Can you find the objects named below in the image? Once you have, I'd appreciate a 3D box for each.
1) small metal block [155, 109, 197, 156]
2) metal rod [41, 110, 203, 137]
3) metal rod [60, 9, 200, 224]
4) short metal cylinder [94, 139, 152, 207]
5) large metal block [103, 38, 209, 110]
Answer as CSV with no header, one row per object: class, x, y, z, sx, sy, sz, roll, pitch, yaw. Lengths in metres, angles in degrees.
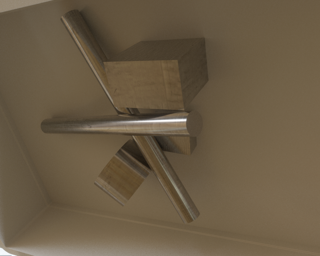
small metal block,0.019,0.004,0.400,0.050,0.025,0.050,8,122,23
metal rod,-0.074,-0.004,0.396,0.300,0.025,0.025,0,119,45
metal rod,-0.035,-0.010,0.393,0.025,0.025,0.299,-27,96,37
short metal cylinder,-0.046,0.062,0.434,0.050,0.080,0.080,38,129,2
large metal block,0.000,-0.061,0.335,0.080,0.080,0.050,4,120,25
